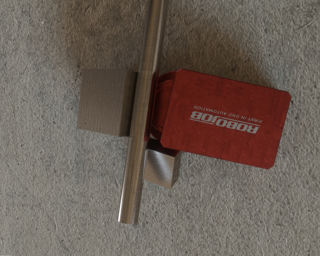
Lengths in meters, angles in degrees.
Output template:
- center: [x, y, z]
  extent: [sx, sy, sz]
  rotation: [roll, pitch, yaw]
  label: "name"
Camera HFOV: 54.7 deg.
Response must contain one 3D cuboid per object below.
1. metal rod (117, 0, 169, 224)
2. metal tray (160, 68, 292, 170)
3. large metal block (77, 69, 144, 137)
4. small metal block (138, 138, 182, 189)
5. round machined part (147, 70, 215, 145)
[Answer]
- center: [-0.018, -0.036, 0.372]
  extent: [0.025, 0.025, 0.298]
  rotation: [8, 91, 20]
  label: "metal rod"
- center: [0.073, -0.011, 0.358]
  extent: [0.131, 0.030, 0.089]
  rotation: [12, 95, -1]
  label: "metal tray"
- center: [-0.059, -0.033, 0.406]
  extent: [0.080, 0.050, 0.079]
  rotation: [9, 93, 38]
  label: "large metal block"
- center: [-0.002, 0.045, 0.400]
  extent: [0.050, 0.025, 0.050]
  rotation: [17, 121, 19]
  label: "small metal block"
- center: [0.022, -0.025, 0.393]
  extent: [0.098, 0.042, 0.097]
  rotation: [0, 90, 20]
  label: "round machined part"
